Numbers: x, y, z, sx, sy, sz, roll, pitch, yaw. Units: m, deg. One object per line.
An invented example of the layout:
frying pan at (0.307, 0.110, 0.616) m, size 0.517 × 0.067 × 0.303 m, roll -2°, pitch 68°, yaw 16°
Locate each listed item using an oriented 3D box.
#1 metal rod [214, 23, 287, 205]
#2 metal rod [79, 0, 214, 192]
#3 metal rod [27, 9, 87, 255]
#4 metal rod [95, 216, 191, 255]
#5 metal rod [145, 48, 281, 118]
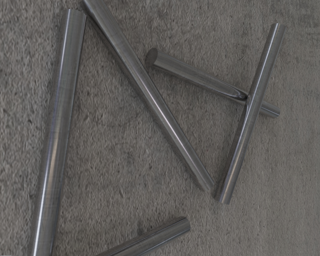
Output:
metal rod at (0.146, -0.025, 0.497) m, size 0.025 × 0.025 × 0.299 m, roll 22°, pitch 85°, yaw -38°
metal rod at (-0.004, -0.029, 0.400) m, size 0.025 × 0.025 × 0.299 m, roll -48°, pitch 118°, yaw -29°
metal rod at (-0.107, 0.028, 0.315) m, size 0.025 × 0.025 × 0.298 m, roll 11°, pitch 83°, yaw -40°
metal rod at (-0.069, 0.147, 0.321) m, size 0.302 × 0.025 × 0.025 m, roll -7°, pitch 95°, yaw -47°
metal rod at (0.102, -0.060, 0.489) m, size 0.302 × 0.025 × 0.025 m, roll 15°, pitch 81°, yaw -39°
